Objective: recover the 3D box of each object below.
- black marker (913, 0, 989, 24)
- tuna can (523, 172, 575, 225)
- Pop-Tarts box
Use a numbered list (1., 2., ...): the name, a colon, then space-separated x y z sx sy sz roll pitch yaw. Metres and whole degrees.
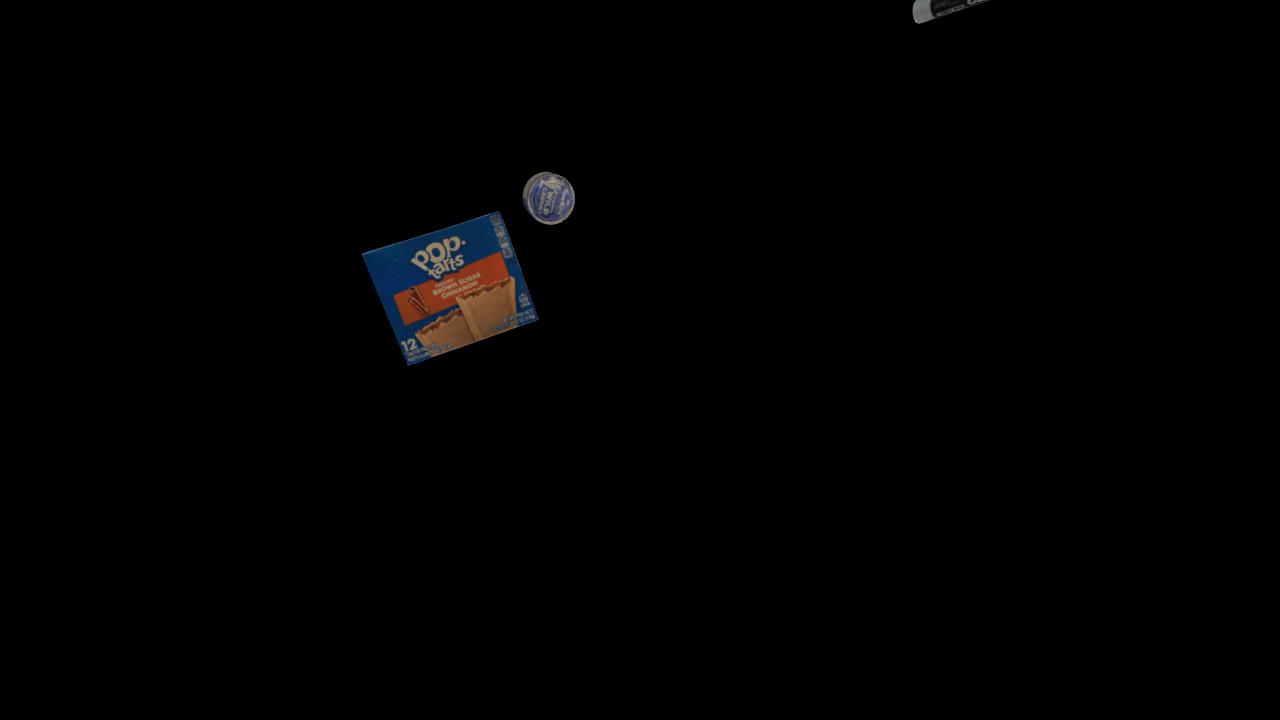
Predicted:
1. black marker: 0.272 -0.287 0.471 0.020 0.020 0.121 0 6 -40
2. tuna can: -0.154 -0.273 1.037 0.084 0.084 0.034 0 24 -29
3. Pop-Tarts box: -0.229 -0.090 0.766 0.167 0.141 0.083 -20 11 -10
